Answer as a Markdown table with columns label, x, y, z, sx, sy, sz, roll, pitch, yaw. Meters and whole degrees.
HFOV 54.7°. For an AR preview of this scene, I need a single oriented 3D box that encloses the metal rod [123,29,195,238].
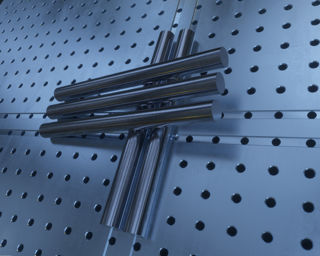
| label | x | y | z | sx | sy | sz | roll | pitch | yaw |
| --- | --- | --- | --- | --- | --- | --- | --- | --- | --- |
| metal rod | 0.006 | -0.011 | 0.411 | 0.025 | 0.025 | 0.300 | 1 | 62 | 28 |

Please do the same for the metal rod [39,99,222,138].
| label | x | y | z | sx | sy | sz | roll | pitch | yaw |
| --- | --- | --- | --- | --- | --- | --- | --- | --- | --- |
| metal rod | -0.062 | -0.007 | 0.416 | 0.300 | 0.025 | 0.025 | -5 | 59 | 35 |

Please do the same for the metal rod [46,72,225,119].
| label | x | y | z | sx | sy | sz | roll | pitch | yaw |
| --- | --- | --- | --- | --- | --- | --- | --- | --- | --- |
| metal rod | -0.055 | -0.039 | 0.433 | 0.300 | 0.025 | 0.025 | -6 | 59 | 34 |

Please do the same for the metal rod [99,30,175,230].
| label | x | y | z | sx | sy | sz | roll | pitch | yaw |
| --- | --- | --- | --- | --- | --- | --- | --- | --- | --- |
| metal rod | -0.024 | -0.014 | 0.428 | 0.025 | 0.025 | 0.300 | 1 | 62 | 28 |

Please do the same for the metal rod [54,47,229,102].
| label | x | y | z | sx | sy | sz | roll | pitch | yaw |
| --- | --- | --- | --- | --- | --- | --- | --- | --- | --- |
| metal rod | -0.048 | -0.070 | 0.448 | 0.300 | 0.025 | 0.025 | -6 | 59 | 34 |
